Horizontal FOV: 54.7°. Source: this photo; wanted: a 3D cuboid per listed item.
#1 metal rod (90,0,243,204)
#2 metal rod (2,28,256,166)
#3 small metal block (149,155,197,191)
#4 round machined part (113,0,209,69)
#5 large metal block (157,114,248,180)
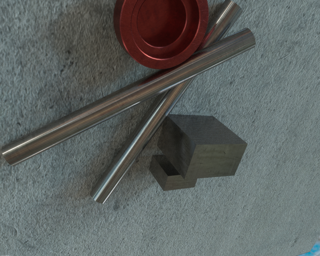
[{"bbox_3d":[0.002,-0.025,0.393,0.025,0.025,0.299,28,103,-38],"label":"metal rod"},{"bbox_3d":[-0.030,-0.037,0.348,0.301,0.025,0.025,-27,128,-4],"label":"metal rod"},{"bbox_3d":[0.019,0.062,0.441,0.050,0.050,0.025,-1,119,-29],"label":"small metal block"},{"bbox_3d":[-0.002,-0.115,0.325,0.099,0.042,0.097,-14,124,-21],"label":"round machined part"},{"bbox_3d":[0.054,0.022,0.417,0.081,0.080,0.050,1,118,-29],"label":"large metal block"}]
